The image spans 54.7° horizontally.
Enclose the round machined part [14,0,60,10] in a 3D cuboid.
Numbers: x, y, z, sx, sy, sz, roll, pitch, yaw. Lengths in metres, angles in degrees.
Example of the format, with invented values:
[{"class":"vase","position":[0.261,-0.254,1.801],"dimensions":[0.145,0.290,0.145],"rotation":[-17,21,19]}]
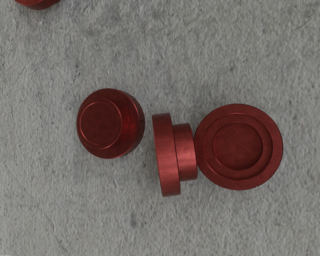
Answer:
[{"class":"round machined part","position":[-0.176,-0.224,0.460],"dimensions":[0.098,0.042,0.097],"rotation":[0,90,19]}]

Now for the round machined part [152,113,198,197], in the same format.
[{"class":"round machined part","position":[0.018,0.030,0.367],"dimensions":[0.042,0.098,0.097],"rotation":[-8,88,0]}]

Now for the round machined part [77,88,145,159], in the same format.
[{"class":"round machined part","position":[-0.074,-0.006,0.425],"dimensions":[0.098,0.042,0.097],"rotation":[0,90,19]}]

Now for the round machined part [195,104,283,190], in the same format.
[{"class":"round machined part","position":[0.092,0.021,0.366],"dimensions":[0.098,0.042,0.097],"rotation":[0,90,17]}]
